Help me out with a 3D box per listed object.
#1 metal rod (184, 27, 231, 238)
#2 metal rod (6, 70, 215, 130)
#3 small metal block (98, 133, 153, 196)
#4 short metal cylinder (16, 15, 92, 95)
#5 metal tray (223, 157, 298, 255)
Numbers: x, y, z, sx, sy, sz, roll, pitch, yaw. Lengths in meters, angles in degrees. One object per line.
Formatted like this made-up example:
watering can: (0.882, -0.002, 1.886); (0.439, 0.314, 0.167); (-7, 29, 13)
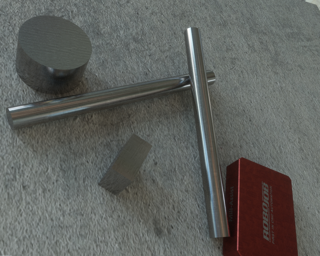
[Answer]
metal rod: (0.060, -0.009, 0.421); (0.025, 0.025, 0.299); (7, 66, -25)
metal rod: (-0.039, -0.045, 0.411); (0.302, 0.025, 0.025); (-17, 71, -35)
small metal block: (-0.039, 0.041, 0.343); (0.025, 0.050, 0.050); (34, 51, -6)
short metal cylinder: (-0.128, -0.087, 0.373); (0.081, 0.050, 0.080); (14, 56, -21)
metal tray: (0.131, 0.112, 0.405); (0.091, 0.030, 0.130); (23, 53, -15)
